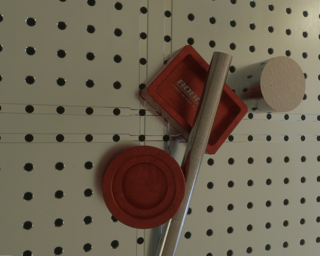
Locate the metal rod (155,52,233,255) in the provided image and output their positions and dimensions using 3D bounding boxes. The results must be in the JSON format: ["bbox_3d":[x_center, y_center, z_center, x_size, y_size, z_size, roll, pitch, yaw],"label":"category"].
[{"bbox_3d":[0.040,0.051,0.402,0.025,0.025,0.298,14,95,-20],"label":"metal rod"}]

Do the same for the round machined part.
[{"bbox_3d":[-0.019,0.072,0.386,0.099,0.042,0.097,0,83,0],"label":"round machined part"}]

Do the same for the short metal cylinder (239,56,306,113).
[{"bbox_3d":[0.167,-0.063,0.463,0.081,0.050,0.079,0,90,-20],"label":"short metal cylinder"}]

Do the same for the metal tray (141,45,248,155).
[{"bbox_3d":[0.050,-0.037,0.429,0.130,0.030,0.090,44,76,-15],"label":"metal tray"}]
